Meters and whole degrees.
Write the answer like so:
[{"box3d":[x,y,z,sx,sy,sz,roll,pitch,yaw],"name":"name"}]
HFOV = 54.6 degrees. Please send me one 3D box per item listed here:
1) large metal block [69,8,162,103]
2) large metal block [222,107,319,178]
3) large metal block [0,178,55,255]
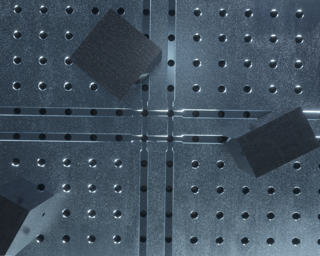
[{"box3d":[-0.054,-0.090,0.400,0.080,0.050,0.080,39,90,0],"name":"large metal block"},{"box3d":[0.133,0.016,0.387,0.080,0.080,0.050,-26,90,0],"name":"large metal block"},{"box3d":[-0.186,0.115,0.385,0.050,0.080,0.080,29,90,0],"name":"large metal block"}]
